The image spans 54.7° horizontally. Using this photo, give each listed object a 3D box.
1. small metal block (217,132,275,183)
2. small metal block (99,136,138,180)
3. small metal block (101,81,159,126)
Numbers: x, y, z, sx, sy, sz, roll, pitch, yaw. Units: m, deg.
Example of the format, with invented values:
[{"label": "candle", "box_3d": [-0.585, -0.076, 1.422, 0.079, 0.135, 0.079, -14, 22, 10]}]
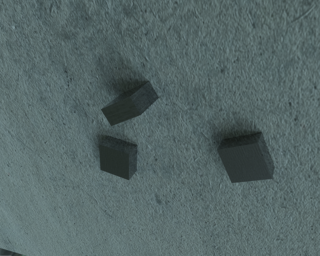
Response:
[{"label": "small metal block", "box_3d": [0.104, 0.037, 0.375, 0.050, 0.025, 0.050, -14, 112, 33]}, {"label": "small metal block", "box_3d": [-0.063, 0.045, 0.468, 0.050, 0.025, 0.050, 17, 125, 18]}, {"label": "small metal block", "box_3d": [-0.037, -0.031, 0.391, 0.050, 0.050, 0.025, -18, 109, 35]}]
